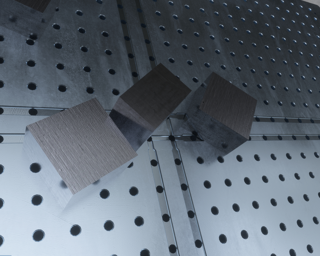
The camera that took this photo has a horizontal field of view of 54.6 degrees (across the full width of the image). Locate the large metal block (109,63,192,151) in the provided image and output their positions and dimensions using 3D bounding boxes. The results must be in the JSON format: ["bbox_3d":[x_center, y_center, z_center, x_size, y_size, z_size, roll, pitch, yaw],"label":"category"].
[{"bbox_3d":[-0.019,-0.020,0.374,0.050,0.080,0.080,42,51,1],"label":"large metal block"}]

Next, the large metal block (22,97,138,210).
[{"bbox_3d":[-0.085,0.025,0.331,0.081,0.050,0.080,-30,78,-38],"label":"large metal block"}]

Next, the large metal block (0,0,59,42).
[{"bbox_3d":[-0.180,-0.171,0.400,0.080,0.050,0.080,22,54,-15],"label":"large metal block"}]

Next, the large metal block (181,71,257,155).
[{"bbox_3d":[0.087,-0.022,0.452,0.080,0.050,0.080,31,52,-8],"label":"large metal block"}]
